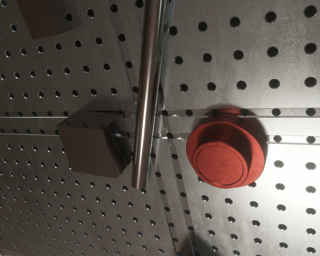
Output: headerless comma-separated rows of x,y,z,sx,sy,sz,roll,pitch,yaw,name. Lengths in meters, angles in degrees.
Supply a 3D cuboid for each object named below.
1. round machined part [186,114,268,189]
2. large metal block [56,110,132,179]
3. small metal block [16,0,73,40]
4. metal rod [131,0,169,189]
0.078,0.035,0.380,0.098,0.042,0.097,13,124,20,round machined part
-0.094,0.022,0.456,0.080,0.050,0.079,5,121,25,large metal block
-0.148,-0.145,0.397,0.050,0.025,0.050,-1,118,28,small metal block
-0.016,-0.036,0.395,0.025,0.025,0.298,19,126,16,metal rod
